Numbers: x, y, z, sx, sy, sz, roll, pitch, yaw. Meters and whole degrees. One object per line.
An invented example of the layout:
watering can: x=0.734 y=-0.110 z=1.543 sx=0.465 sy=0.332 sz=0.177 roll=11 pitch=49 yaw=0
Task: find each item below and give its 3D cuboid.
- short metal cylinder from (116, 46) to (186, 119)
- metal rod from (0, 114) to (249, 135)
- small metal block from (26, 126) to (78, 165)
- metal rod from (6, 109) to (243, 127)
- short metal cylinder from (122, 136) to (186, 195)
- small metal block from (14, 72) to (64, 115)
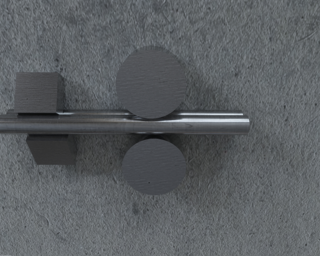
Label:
short metal cylinder: x=-0.010 y=-0.057 z=0.376 sx=0.081 sy=0.050 sz=0.079 roll=0 pitch=110 yaw=0
metal rod: x=-0.044 y=-0.004 z=0.383 sx=0.302 sy=0.025 sz=0.025 roll=0 pitch=110 yaw=0
small metal block: x=-0.140 y=0.024 z=0.408 sx=0.050 sy=0.025 sz=0.050 roll=0 pitch=137 yaw=-1
metal rod: x=-0.045 y=-0.012 z=0.406 sx=0.302 sy=0.025 sz=0.025 roll=0 pitch=110 yaw=-1
short metal cylinder: x=-0.007 y=0.042 z=0.413 sx=0.081 sy=0.050 sz=0.079 roll=0 pitch=110 yaw=0
small metal block: x=-0.149 y=-0.041 z=0.384 sx=0.050 sy=0.025 sz=0.050 roll=0 pitch=83 yaw=0
